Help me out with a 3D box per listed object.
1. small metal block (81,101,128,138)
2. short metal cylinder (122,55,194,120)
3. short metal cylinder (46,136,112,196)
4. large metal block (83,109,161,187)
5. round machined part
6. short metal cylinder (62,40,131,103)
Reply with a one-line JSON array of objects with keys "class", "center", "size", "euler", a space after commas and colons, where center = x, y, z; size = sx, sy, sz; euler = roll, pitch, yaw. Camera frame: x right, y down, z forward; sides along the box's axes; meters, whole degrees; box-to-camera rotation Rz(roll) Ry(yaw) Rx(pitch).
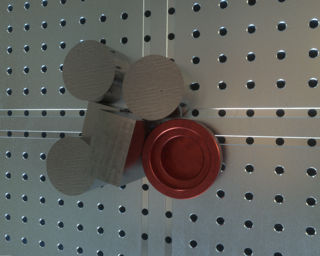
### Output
[{"class": "small metal block", "center": [-0.079, -0.008, 0.440], "size": [0.050, 0.025, 0.050], "euler": [16, 95, 19]}, {"class": "short metal cylinder", "center": [-0.001, -0.049, 0.399], "size": [0.080, 0.050, 0.080], "euler": [0, 90, 20]}, {"class": "short metal cylinder", "center": [-0.111, 0.051, 0.438], "size": [0.080, 0.050, 0.080], "euler": [0, 90, 20]}, {"class": "large metal block", "center": [-0.046, 0.023, 0.396], "size": [0.050, 0.080, 0.080], "euler": [17, 96, 19]}, {"class": "round machined part", "center": [0.030, 0.037, 0.393], "size": [0.098, 0.042, 0.097], "euler": [0, 90, 20]}, {"class": "short metal cylinder", "center": [-0.086, -0.076, 0.429], "size": [0.080, 0.050, 0.080], "euler": [0, 90, 20]}]
